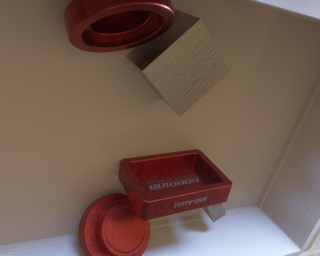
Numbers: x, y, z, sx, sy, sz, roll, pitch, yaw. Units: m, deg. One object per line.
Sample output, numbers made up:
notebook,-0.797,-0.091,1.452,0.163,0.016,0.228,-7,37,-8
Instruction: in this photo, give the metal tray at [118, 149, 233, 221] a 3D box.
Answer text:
metal tray,0.020,0.072,0.423,0.131,0.090,0.030,-5,121,-26

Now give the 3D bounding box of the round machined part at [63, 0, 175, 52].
round machined part,-0.039,-0.109,0.286,0.099,0.098,0.042,-13,86,-22

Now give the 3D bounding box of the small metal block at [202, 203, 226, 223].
small metal block,0.080,0.119,0.512,0.025,0.050,0.050,-31,129,-9

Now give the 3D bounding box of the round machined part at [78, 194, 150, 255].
round machined part,-0.055,0.138,0.418,0.099,0.098,0.042,7,159,-32

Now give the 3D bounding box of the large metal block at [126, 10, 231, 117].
large metal block,0.022,-0.074,0.360,0.080,0.050,0.080,-42,130,0
